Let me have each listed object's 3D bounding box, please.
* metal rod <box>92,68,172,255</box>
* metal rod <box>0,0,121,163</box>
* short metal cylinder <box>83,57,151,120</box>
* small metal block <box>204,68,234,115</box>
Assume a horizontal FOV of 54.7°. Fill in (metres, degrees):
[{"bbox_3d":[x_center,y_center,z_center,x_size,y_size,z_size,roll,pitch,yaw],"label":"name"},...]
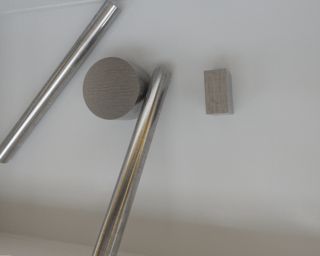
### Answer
[{"bbox_3d":[-0.036,0.061,0.356,0.025,0.025,0.299,9,67,19],"label":"metal rod"},{"bbox_3d":[-0.160,-0.062,0.465,0.025,0.025,0.299,44,103,14],"label":"metal rod"},{"bbox_3d":[-0.055,-0.050,0.415,0.080,0.050,0.079,0,90,19],"label":"short metal cylinder"},{"bbox_3d":[0.071,-0.041,0.372,0.025,0.050,0.050,-3,89,20],"label":"small metal block"}]
